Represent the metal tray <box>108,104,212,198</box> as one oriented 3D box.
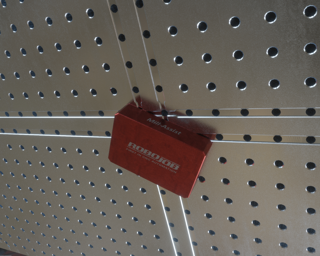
[{"bbox_3d":[-0.004,0.032,0.429,0.130,0.030,0.089,24,127,12],"label":"metal tray"}]
